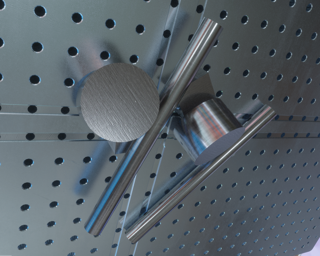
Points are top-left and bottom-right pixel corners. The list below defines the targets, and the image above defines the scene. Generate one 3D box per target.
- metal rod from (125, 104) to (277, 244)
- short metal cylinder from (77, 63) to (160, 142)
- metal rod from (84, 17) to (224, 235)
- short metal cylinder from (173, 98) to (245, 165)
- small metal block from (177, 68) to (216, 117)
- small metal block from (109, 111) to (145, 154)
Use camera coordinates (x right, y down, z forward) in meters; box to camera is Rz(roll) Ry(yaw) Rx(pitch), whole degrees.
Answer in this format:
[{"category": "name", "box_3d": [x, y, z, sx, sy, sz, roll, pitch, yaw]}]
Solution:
[{"category": "metal rod", "box_3d": [0.064, 0.073, 0.490, 0.300, 0.025, 0.025, -42, 130, 1]}, {"category": "short metal cylinder", "box_3d": [-0.047, -0.028, 0.334, 0.081, 0.050, 0.079, -2, 97, -20]}, {"category": "metal rod", "box_3d": [-0.015, 0.009, 0.376, 0.025, 0.025, 0.298, 20, 107, -36]}, {"category": "short metal cylinder", "box_3d": [0.065, 0.006, 0.413, 0.080, 0.050, 0.080, -29, 158, -13]}, {"category": "small metal block", "box_3d": [0.042, -0.044, 0.407, 0.050, 0.025, 0.050, -32, 129, -8]}, {"category": "small metal block", "box_3d": [-0.035, 0.003, 0.394, 0.050, 0.025, 0.050, -6, 121, -25]}]
